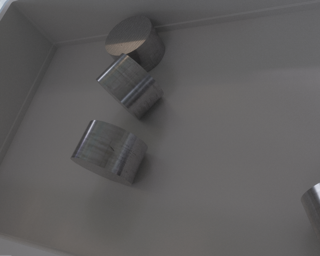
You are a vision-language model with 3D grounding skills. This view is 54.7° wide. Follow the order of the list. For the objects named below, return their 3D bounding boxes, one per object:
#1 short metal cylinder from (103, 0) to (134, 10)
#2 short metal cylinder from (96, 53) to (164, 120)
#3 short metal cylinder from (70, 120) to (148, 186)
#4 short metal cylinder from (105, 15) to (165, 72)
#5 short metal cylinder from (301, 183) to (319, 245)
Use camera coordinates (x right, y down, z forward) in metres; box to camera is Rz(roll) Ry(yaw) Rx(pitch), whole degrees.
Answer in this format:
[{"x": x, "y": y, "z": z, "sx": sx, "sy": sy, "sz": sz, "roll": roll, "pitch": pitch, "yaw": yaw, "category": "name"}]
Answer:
[{"x": -0.085, "y": -0.282, "z": 0.611, "sx": 0.080, "sy": 0.050, "sz": 0.080, "roll": -13, "pitch": 56, "yaw": 21, "category": "short metal cylinder"}, {"x": -0.041, "y": -0.056, "z": 0.427, "sx": 0.050, "sy": 0.080, "sz": 0.080, "roll": -47, "pitch": 51, "yaw": -4, "category": "short metal cylinder"}, {"x": -0.062, "y": 0.032, "z": 0.383, "sx": 0.080, "sy": 0.080, "sz": 0.050, "roll": 11, "pitch": 67, "yaw": 33, "category": "short metal cylinder"}, {"x": -0.039, "y": -0.130, "z": 0.490, "sx": 0.080, "sy": 0.050, "sz": 0.080, "roll": -13, "pitch": 56, "yaw": 21, "category": "short metal cylinder"}, {"x": 0.162, "y": 0.069, "z": 0.243, "sx": 0.080, "sy": 0.080, "sz": 0.050, "roll": -21, "pitch": 54, "yaw": 15, "category": "short metal cylinder"}]
